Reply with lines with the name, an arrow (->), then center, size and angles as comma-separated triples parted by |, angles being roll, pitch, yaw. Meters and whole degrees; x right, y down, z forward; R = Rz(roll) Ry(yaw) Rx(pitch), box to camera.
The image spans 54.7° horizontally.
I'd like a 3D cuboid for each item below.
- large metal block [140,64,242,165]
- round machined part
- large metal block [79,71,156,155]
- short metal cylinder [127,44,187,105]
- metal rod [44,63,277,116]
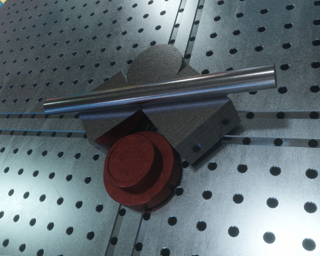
large metal block -> 0.036, -0.017, 0.375 | 0.080, 0.050, 0.080 | -41, 51, 1
round machined part -> -0.028, 0.046, 0.379 | 0.098, 0.042, 0.098 | -13, 56, 21
large metal block -> -0.062, -0.019, 0.431 | 0.080, 0.050, 0.080 | -34, 53, 5
short metal cylinder -> 0.002, -0.068, 0.428 | 0.080, 0.050, 0.080 | -13, 56, 21
metal rod -> -0.020, -0.040, 0.372 | 0.300, 0.025, 0.025 | -5, 60, 26
